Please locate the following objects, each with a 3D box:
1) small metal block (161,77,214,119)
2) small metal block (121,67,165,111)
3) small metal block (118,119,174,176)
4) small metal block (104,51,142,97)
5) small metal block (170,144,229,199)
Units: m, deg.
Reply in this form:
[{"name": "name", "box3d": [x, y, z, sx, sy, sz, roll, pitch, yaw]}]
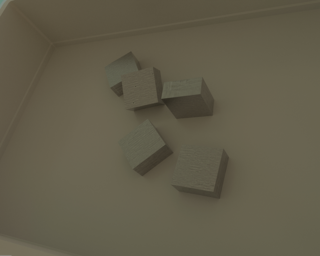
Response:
[{"name": "small metal block", "box3d": [0.036, -0.037, 0.392, 0.050, 0.050, 0.025, -5, 60, 25]}, {"name": "small metal block", "box3d": [-0.024, -0.054, 0.438, 0.050, 0.025, 0.050, -11, 83, 22]}, {"name": "small metal block", "box3d": [-0.019, 0.025, 0.399, 0.050, 0.025, 0.050, -37, 51, 3]}, {"name": "small metal block", "box3d": [-0.055, -0.085, 0.485, 0.050, 0.025, 0.050, -28, 52, 10]}, {"name": "small metal block", "box3d": [0.046, 0.048, 0.351, 0.050, 0.025, 0.050, 4, 64, 30]}]
